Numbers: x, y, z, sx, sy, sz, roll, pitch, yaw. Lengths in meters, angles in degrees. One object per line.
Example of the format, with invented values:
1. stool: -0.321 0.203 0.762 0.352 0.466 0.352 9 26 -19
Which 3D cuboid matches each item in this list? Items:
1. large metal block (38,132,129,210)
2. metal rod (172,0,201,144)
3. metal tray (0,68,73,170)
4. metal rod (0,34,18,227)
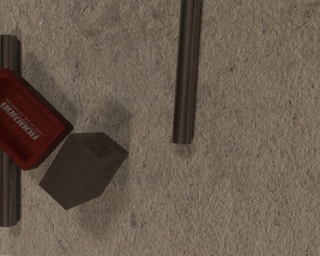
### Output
1. large metal block: -0.098 0.053 0.413 0.050 0.080 0.080 37 102 16
2. metal rod: 0.037 -0.129 0.395 0.025 0.025 0.298 4 91 19
3. metal tray: -0.207 -0.013 0.459 0.130 0.030 0.090 43 94 4
4. metal rod: -0.240 0.004 0.491 0.025 0.025 0.298 0 90 19
